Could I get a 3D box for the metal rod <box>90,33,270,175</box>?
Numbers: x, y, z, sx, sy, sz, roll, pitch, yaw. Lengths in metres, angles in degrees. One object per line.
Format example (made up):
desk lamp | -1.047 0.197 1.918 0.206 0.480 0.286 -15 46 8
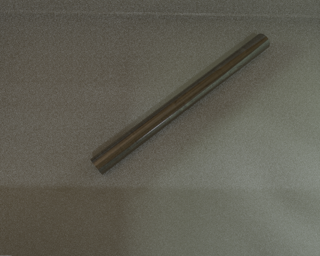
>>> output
metal rod | 0.036 -0.040 0.424 0.301 0.025 0.025 -37 75 -13
